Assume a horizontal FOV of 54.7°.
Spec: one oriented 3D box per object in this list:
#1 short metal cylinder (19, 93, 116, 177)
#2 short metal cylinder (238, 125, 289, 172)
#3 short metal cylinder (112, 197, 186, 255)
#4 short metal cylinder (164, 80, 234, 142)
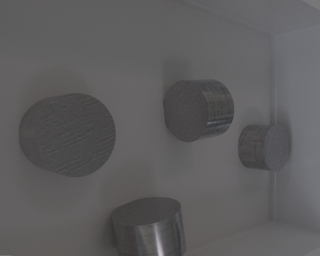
[{"bbox_3d":[-0.093,0.007,0.313,0.081,0.050,0.080,0,90,-40],"label":"short metal cylinder"},{"bbox_3d":[0.182,0.034,0.543,0.081,0.050,0.080,0,90,-40],"label":"short metal cylinder"},{"bbox_3d":[-0.012,0.119,0.361,0.081,0.080,0.050,-14,99,-39],"label":"short metal cylinder"},{"bbox_3d":[0.051,-0.024,0.413,0.050,0.080,0.079,-10,96,-40],"label":"short metal cylinder"}]
